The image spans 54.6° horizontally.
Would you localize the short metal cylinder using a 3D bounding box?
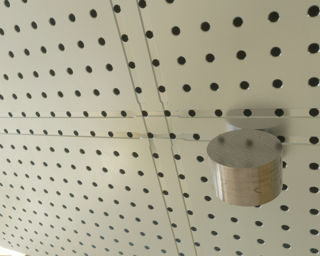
[{"bbox_3d":[0.096,0.042,0.351,0.080,0.080,0.050,3,120,27],"label":"short metal cylinder"}]
